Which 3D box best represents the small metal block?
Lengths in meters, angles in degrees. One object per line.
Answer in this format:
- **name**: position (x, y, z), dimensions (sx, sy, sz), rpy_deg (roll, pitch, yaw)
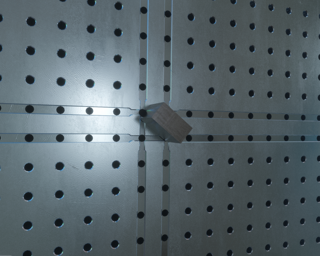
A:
- **small metal block**: position (0.007, -0.006, 0.403), dimensions (0.050, 0.050, 0.025), rpy_deg (42, 77, -16)
